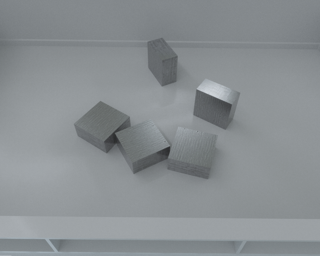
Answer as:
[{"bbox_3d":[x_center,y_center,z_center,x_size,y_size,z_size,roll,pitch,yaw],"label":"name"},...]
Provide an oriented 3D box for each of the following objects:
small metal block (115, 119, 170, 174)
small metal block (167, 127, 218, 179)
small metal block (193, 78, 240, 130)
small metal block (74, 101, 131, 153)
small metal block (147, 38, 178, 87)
[{"bbox_3d":[-0.022,0.022,0.386,0.050,0.025,0.050,-23,54,-18],"label":"small metal block"},{"bbox_3d":[0.040,0.030,0.381,0.050,0.025,0.050,13,51,10],"label":"small metal block"},{"bbox_3d":[0.075,-0.032,0.417,0.050,0.050,0.025,27,55,20],"label":"small metal block"},{"bbox_3d":[-0.074,-0.002,0.406,0.050,0.025,0.050,28,55,21],"label":"small metal block"},{"bbox_3d":[0.003,-0.101,0.474,0.025,0.050,0.050,-20,53,-16],"label":"small metal block"}]
